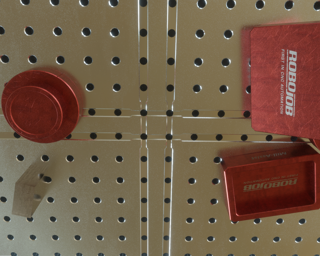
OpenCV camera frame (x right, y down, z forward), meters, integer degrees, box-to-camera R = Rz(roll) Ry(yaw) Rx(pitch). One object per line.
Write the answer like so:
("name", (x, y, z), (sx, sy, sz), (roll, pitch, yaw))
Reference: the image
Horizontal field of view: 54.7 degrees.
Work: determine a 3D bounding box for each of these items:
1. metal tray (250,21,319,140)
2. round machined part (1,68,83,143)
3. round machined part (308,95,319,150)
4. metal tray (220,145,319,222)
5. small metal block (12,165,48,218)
("metal tray", (0.156, -0.056, 0.365), (0.090, 0.030, 0.129), (9, 116, 37))
("round machined part", (-0.152, -0.025, 0.394), (0.099, 0.042, 0.097), (0, 110, 0))
("round machined part", (0.238, -0.012, 0.402), (0.099, 0.042, 0.097), (0, 110, 0))
("metal tray", (0.158, 0.079, 0.441), (0.131, 0.030, 0.089), (-10, 110, 3))
("small metal block", (-0.180, 0.087, 0.431), (0.025, 0.050, 0.050), (14, 110, -5))
